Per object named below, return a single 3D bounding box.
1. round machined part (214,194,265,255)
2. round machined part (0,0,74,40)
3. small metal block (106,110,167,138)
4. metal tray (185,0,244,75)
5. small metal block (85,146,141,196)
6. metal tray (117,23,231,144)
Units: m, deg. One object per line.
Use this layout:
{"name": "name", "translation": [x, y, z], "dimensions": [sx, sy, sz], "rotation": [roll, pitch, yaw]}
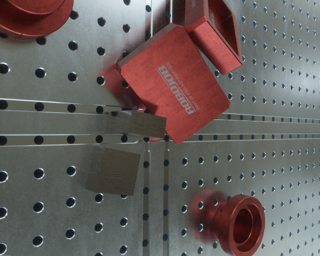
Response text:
{"name": "round machined part", "translation": [0.125, 0.157, 0.503], "dimensions": [0.099, 0.042, 0.097], "rotation": [0, 90, -40]}
{"name": "round machined part", "translation": [-0.127, -0.136, 0.291], "dimensions": [0.099, 0.042, 0.097], "rotation": [0, 90, -40]}
{"name": "small metal block", "translation": [-0.029, -0.004, 0.369], "dimensions": [0.050, 0.050, 0.025], "rotation": [10, 84, -40]}
{"name": "metal tray", "translation": [0.074, -0.147, 0.430], "dimensions": [0.090, 0.030, 0.130], "rotation": [39, 39, -33]}
{"name": "small metal block", "translation": [-0.054, 0.051, 0.364], "dimensions": [0.050, 0.025, 0.050], "rotation": [16, 80, -39]}
{"name": "metal tray", "translation": [0.020, -0.053, 0.393], "dimensions": [0.090, 0.030, 0.130], "rotation": [-37, 118, 3]}
